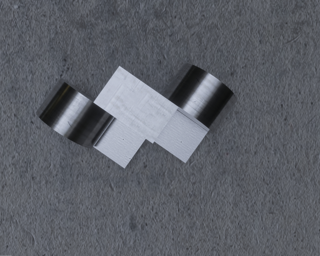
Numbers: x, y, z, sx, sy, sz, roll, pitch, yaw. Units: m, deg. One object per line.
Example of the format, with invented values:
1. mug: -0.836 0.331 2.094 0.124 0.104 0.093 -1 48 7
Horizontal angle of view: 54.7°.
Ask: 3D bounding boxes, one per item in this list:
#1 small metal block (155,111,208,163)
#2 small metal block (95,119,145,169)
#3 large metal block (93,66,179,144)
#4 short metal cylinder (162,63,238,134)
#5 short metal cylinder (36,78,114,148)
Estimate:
1. small metal block: 0.027 0.011 0.412 0.050 0.025 0.050 35 90 0
2. small metal block: -0.052 0.017 0.411 0.050 0.025 0.050 35 90 0
3. large metal block: -0.027 -0.026 0.384 0.080 0.080 0.050 35 90 -1
4. short metal cylinder: 0.048 -0.036 0.384 0.080 0.080 0.050 35 90 0
5. short metal cylinder: -0.102 -0.018 0.383 0.080 0.080 0.050 35 90 0
